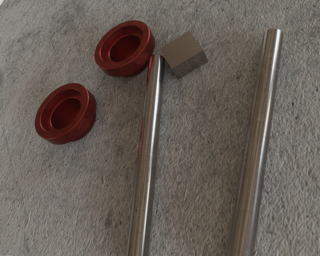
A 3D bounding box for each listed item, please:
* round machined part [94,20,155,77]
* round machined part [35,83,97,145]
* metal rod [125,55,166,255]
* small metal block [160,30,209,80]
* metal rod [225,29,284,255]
[{"bbox_3d":[-0.051,-0.120,0.494,0.098,0.042,0.098,-13,56,21],"label":"round machined part"},{"bbox_3d":[-0.139,-0.018,0.477,0.098,0.042,0.098,-13,56,21],"label":"round machined part"},{"bbox_3d":[-0.015,0.027,0.394,0.025,0.025,0.299,-9,58,23],"label":"metal rod"},{"bbox_3d":[0.035,-0.106,0.451,0.050,0.025,0.050,-30,52,8],"label":"small metal block"},{"bbox_3d":[0.107,0.012,0.340,0.025,0.025,0.300,3,63,29],"label":"metal rod"}]
